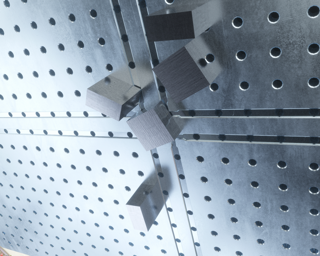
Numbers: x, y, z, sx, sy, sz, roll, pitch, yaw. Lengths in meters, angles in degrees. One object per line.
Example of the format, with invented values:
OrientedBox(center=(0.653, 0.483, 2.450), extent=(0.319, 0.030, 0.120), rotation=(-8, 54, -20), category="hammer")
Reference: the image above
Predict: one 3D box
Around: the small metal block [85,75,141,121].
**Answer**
OrientedBox(center=(-0.060, -0.040, 0.403), extent=(0.050, 0.050, 0.025), rotation=(25, 127, 12), category="small metal block")

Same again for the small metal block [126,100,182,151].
OrientedBox(center=(-0.008, -0.002, 0.415), extent=(0.050, 0.025, 0.050), rotation=(-24, 106, 36), category="small metal block")

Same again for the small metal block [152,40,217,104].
OrientedBox(center=(0.028, -0.064, 0.358), extent=(0.050, 0.025, 0.050), rotation=(-28, 103, 37), category="small metal block")

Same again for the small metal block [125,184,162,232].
OrientedBox(center=(-0.024, 0.124, 0.485), extent=(0.025, 0.050, 0.050), rotation=(0, 119, 28), category="small metal block")

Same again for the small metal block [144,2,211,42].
OrientedBox(center=(0.019, -0.109, 0.318), extent=(0.050, 0.050, 0.025), rotation=(3, 120, 27), category="small metal block")
